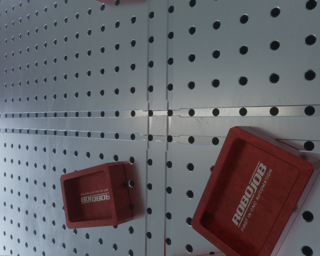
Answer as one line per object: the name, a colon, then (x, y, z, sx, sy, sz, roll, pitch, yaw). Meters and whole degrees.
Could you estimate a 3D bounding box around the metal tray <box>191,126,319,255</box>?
metal tray: (0.095, 0.073, 0.327, 0.090, 0.030, 0.129, 31, 109, 36)

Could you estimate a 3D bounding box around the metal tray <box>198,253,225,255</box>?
metal tray: (0.046, 0.203, 0.368, 0.130, 0.030, 0.090, -28, 73, 36)

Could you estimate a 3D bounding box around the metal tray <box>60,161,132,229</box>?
metal tray: (-0.106, 0.109, 0.494, 0.130, 0.030, 0.090, -18, 78, 38)
